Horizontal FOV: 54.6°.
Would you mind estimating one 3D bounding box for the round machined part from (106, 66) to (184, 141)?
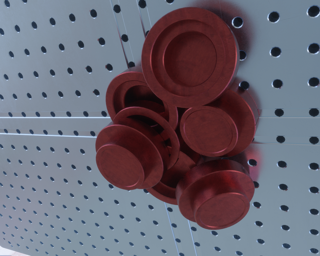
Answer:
[{"bbox_3d":[-0.015,-0.031,0.390,0.098,0.042,0.097,13,124,21],"label":"round machined part"}]

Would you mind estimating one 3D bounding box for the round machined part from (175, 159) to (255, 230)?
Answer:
[{"bbox_3d":[0.072,0.089,0.386,0.099,0.042,0.097,-6,127,-8],"label":"round machined part"}]

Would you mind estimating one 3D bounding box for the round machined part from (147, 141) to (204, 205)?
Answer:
[{"bbox_3d":[0.019,0.054,0.424,0.098,0.042,0.097,13,124,21],"label":"round machined part"}]

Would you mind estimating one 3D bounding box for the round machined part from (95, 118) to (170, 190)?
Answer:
[{"bbox_3d":[-0.041,0.039,0.392,0.098,0.042,0.097,13,124,21],"label":"round machined part"}]

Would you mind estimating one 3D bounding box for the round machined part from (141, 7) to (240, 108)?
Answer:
[{"bbox_3d":[0.034,-0.071,0.324,0.098,0.042,0.097,3,99,21],"label":"round machined part"}]

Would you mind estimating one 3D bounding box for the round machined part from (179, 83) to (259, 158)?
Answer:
[{"bbox_3d":[0.062,-0.005,0.364,0.098,0.042,0.097,13,124,21],"label":"round machined part"}]

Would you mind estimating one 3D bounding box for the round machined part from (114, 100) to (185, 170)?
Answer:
[{"bbox_3d":[-0.012,0.007,0.411,0.098,0.042,0.097,13,124,21],"label":"round machined part"}]
